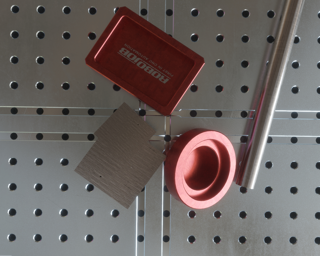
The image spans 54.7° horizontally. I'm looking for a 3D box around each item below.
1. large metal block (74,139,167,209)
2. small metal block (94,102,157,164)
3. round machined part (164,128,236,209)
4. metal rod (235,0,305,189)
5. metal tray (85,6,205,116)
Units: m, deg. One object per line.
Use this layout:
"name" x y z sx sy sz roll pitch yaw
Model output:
"large metal block" -0.048 0.043 0.400 0.080 0.050 0.080 36 90 -1
"small metal block" -0.040 0.005 0.363 0.050 0.025 0.050 44 89 0
"round machined part" 0.046 0.048 0.391 0.099 0.042 0.097 -6 101 -33
"metal rod" 0.152 -0.066 0.415 0.025 0.025 0.298 15 90 -1
"metal tray" -0.019 -0.086 0.410 0.130 0.030 0.090 33 90 -1
